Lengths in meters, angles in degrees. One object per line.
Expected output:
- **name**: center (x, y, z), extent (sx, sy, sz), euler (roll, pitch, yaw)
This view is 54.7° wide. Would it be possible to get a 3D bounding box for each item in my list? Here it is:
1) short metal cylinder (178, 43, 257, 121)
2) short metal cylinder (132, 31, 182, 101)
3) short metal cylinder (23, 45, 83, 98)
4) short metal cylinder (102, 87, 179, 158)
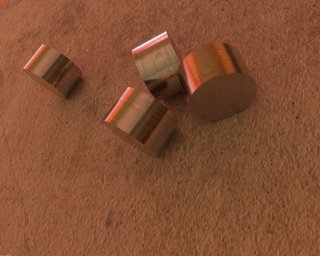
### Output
- **short metal cylinder**: center (0.066, -0.052, 0.366), extent (0.080, 0.080, 0.050), euler (-24, 53, 14)
- **short metal cylinder**: center (0.005, -0.082, 0.416), extent (0.050, 0.080, 0.080), euler (-26, 53, 13)
- **short metal cylinder**: center (-0.179, -0.093, 0.520), extent (0.080, 0.080, 0.050), euler (23, 74, 36)
- **short metal cylinder**: center (-0.024, -0.006, 0.385), extent (0.080, 0.080, 0.050), euler (25, 75, 36)
